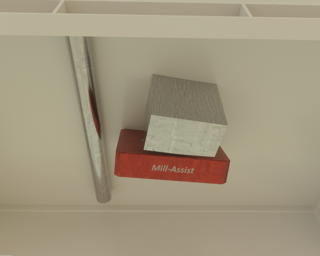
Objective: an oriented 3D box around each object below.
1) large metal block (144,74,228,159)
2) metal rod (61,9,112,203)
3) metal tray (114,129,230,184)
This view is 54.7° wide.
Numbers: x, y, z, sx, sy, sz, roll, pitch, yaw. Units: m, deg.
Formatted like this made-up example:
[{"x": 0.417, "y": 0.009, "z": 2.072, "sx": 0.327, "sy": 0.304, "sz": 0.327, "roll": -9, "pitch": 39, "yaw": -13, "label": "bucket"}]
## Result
[{"x": 0.026, "y": -0.015, "z": 0.361, "sx": 0.081, "sy": 0.080, "sz": 0.050, "roll": 8, "pitch": 130, "yaw": -7, "label": "large metal block"}, {"x": -0.089, "y": -0.001, "z": 0.406, "sx": 0.025, "sy": 0.025, "sz": 0.298, "roll": 0, "pitch": 130, "yaw": -1, "label": "metal rod"}, {"x": 0.012, "y": 0.033, "z": 0.392, "sx": 0.131, "sy": 0.090, "sz": 0.030, "roll": 5, "pitch": 106, "yaw": -5, "label": "metal tray"}]
